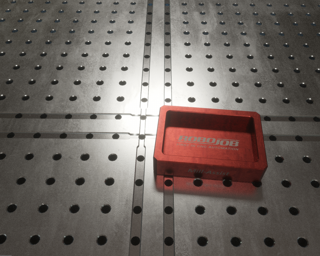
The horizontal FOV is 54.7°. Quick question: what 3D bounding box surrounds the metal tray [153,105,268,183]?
[{"bbox_3d":[0.061,0.017,0.390,0.131,0.030,0.090,5,50,3],"label":"metal tray"}]
